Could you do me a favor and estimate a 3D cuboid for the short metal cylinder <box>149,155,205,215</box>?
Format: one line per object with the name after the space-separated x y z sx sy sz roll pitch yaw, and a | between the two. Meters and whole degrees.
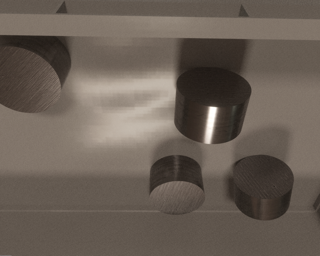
0.025 0.086 0.467 0.081 0.050 0.079 0 130 0 | short metal cylinder

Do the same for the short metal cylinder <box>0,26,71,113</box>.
-0.143 -0.063 0.337 0.081 0.050 0.079 0 130 0 | short metal cylinder

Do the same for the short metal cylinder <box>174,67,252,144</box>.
0.057 -0.027 0.351 0.081 0.080 0.050 1 130 -2 | short metal cylinder

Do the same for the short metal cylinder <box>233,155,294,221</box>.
0.148 0.085 0.448 0.080 0.080 0.050 -7 130 5 | short metal cylinder
